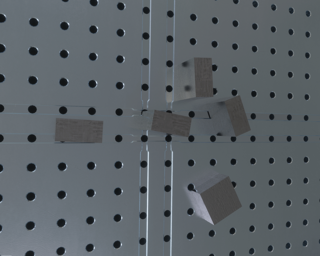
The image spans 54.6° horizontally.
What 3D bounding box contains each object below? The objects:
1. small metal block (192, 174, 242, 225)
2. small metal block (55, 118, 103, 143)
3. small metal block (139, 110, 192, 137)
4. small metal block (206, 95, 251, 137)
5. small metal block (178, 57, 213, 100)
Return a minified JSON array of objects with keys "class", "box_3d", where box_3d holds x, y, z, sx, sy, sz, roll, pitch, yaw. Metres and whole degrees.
[{"class":"small metal block","box_3d":[0.081,0.101,0.442,0.050,0.025,0.050,-28,99,-18]},{"class":"small metal block","box_3d":[-0.097,0.003,0.364,0.050,0.050,0.025,3,89,-20]},{"class":"small metal block","box_3d":[0.006,-0.005,0.401,0.050,0.050,0.025,11,87,-20]},{"class":"small metal block","box_3d":[0.095,-0.016,0.434,0.025,0.050,0.050,-22,98,-19]},{"class":"small metal block","box_3d":[0.047,-0.064,0.416,0.025,0.050,0.050,-3,91,-20]}]
